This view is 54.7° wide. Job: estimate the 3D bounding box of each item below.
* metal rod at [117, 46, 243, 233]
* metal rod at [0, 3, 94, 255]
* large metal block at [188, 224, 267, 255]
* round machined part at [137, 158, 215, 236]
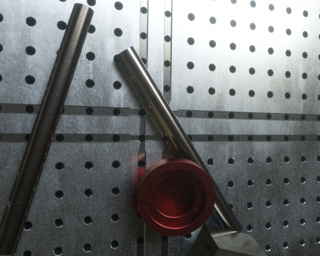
[{"bbox_3d":[0.032,0.026,0.425,0.025,0.025,0.299,-35,102,-17],"label":"metal rod"},{"bbox_3d":[-0.134,-0.003,0.363,0.025,0.025,0.299,18,84,-20],"label":"metal rod"},{"bbox_3d":[0.086,0.186,0.421,0.081,0.050,0.080,20,102,-20],"label":"large metal block"},{"bbox_3d":[0.018,0.086,0.404,0.099,0.042,0.097,-1,98,-8],"label":"round machined part"}]
